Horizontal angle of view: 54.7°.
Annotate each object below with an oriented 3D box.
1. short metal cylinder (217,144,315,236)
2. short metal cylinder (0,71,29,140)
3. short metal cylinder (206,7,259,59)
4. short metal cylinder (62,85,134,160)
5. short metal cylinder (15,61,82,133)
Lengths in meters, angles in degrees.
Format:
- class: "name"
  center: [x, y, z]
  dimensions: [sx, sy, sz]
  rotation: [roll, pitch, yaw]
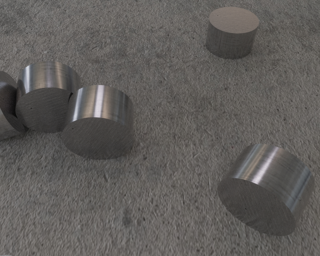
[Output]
- class: "short metal cylinder"
  center: [0.107, 0.063, 0.315]
  dimensions: [0.080, 0.080, 0.050]
  rotation: [30, 56, 22]
- class: "short metal cylinder"
  center: [-0.204, -0.024, 0.381]
  dimensions: [0.050, 0.080, 0.080]
  rotation: [-18, 52, 0]
- class: "short metal cylinder"
  center: [0.120, -0.161, 0.523]
  dimensions: [0.080, 0.050, 0.080]
  rotation: [0, 50, 0]
- class: "short metal cylinder"
  center: [-0.072, -0.005, 0.371]
  dimensions: [0.081, 0.080, 0.050]
  rotation: [-2, 50, -2]
- class: "short metal cylinder"
  center: [-0.141, -0.039, 0.399]
  dimensions: [0.081, 0.080, 0.050]
  rotation: [-11, 51, -9]
